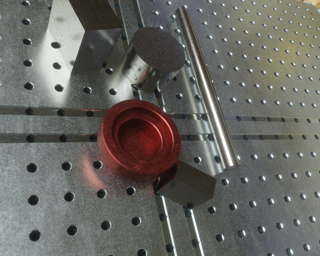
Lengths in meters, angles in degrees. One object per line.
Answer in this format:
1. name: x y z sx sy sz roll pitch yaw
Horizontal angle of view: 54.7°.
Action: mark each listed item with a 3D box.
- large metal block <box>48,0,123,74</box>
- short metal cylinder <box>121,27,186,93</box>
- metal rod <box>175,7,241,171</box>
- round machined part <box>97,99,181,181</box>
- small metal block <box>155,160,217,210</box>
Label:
1. large metal block: -0.099 -0.129 0.399 0.050 0.080 0.080 -18 72 -35
2. short metal cylinder: -0.011 -0.098 0.448 0.081 0.050 0.080 14 56 -21
3. metal rod: 0.069 -0.076 0.493 0.025 0.025 0.299 1 61 -28
4. round machined part: -0.028 0.017 0.373 0.099 0.042 0.098 14 56 -21
5. small metal block: 0.030 0.069 0.368 0.050 0.050 0.025 28 52 -11
